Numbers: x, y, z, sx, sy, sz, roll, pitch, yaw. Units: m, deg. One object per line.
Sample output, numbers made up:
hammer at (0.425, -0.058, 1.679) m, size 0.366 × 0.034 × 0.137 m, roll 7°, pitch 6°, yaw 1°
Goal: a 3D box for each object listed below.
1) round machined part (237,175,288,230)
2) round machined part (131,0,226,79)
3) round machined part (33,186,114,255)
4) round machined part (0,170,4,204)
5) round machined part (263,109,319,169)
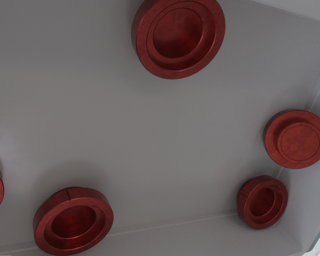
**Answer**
round machined part at (0.181, 0.131, 0.567) m, size 0.099 × 0.042 × 0.097 m, roll -6°, pitch 106°, yaw -23°
round machined part at (0.017, -0.105, 0.334) m, size 0.099 × 0.042 × 0.097 m, roll -12°, pitch 133°, yaw -13°
round machined part at (-0.115, 0.116, 0.407) m, size 0.099 × 0.042 × 0.097 m, roll -14°, pitch 124°, yaw -21°
round machined part at (-0.216, 0.074, 0.321) m, size 0.099 × 0.042 × 0.097 m, roll -17°, pitch 127°, yaw -24°
round machined part at (0.219, 0.020, 0.496) m, size 0.098 × 0.042 × 0.097 m, roll 2°, pitch 101°, yaw 8°
